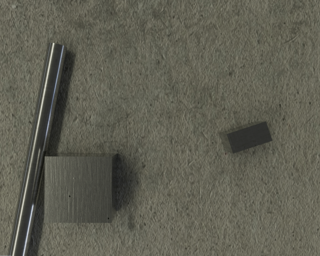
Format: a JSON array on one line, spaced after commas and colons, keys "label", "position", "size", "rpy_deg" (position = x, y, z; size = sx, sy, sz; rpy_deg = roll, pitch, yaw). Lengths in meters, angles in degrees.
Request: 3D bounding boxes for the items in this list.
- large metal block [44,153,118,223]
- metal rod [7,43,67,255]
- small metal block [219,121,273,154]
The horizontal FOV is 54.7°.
[{"label": "large metal block", "position": [-0.098, 0.074, 0.396], "size": [0.081, 0.050, 0.079], "rpy_deg": [0, 90, -1]}, {"label": "metal rod", "position": [-0.163, 0.038, 0.407], "size": [0.025, 0.025, 0.298], "rpy_deg": [11, 90, -1]}, {"label": "small metal block", "position": [0.108, 0.011, 0.399], "size": [0.050, 0.050, 0.025], "rpy_deg": [-18, 90, 0]}]
